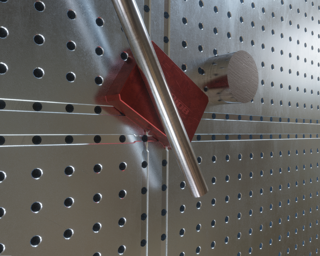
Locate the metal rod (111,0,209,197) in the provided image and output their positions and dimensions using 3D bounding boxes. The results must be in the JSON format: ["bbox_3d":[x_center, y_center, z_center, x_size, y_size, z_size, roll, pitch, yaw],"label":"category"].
[{"bbox_3d":[-0.001,-0.046,0.369,0.025,0.025,0.299,-36,112,-35],"label":"metal rod"}]

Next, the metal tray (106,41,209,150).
[{"bbox_3d":[0.003,-0.039,0.410,0.130,0.030,0.090,39,66,-33],"label":"metal tray"}]

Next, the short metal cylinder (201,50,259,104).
[{"bbox_3d":[0.111,-0.078,0.489,0.081,0.050,0.079,0,90,-40],"label":"short metal cylinder"}]
